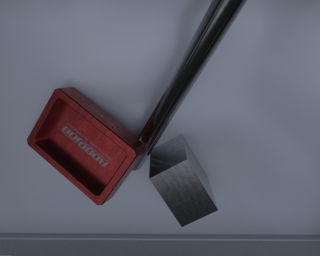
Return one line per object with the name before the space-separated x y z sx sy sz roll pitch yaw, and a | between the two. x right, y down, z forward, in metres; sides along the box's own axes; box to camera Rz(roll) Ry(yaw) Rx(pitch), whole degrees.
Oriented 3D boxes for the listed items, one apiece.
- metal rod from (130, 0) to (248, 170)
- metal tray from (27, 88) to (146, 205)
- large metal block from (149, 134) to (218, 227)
metal rod | 0.020 -0.044 0.328 0.025 0.025 0.298 23 134 -9
metal tray | -0.094 0.021 0.389 0.130 0.030 0.090 38 108 9
large metal block | 0.029 0.066 0.407 0.050 0.080 0.080 -28 108 10
